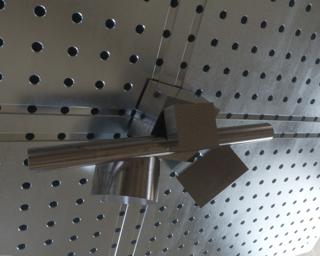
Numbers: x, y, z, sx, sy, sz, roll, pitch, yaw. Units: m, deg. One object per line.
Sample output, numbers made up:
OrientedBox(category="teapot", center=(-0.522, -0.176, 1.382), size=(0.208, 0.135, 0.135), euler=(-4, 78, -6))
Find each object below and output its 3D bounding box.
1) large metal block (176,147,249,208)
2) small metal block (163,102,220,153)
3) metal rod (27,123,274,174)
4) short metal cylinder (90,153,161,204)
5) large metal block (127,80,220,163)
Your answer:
OrientedBox(category="large metal block", center=(0.070, 0.064, 0.440), size=(0.080, 0.050, 0.080), euler=(-38, 173, -2))
OrientedBox(category="small metal block", center=(0.035, -0.001, 0.345), size=(0.050, 0.025, 0.050), euler=(-6, 86, -25))
OrientedBox(category="metal rod", center=(0.011, 0.018, 0.359), size=(0.303, 0.025, 0.025), euler=(-6, 121, -26))
OrientedBox(category="short metal cylinder", center=(-0.041, 0.064, 0.380), size=(0.080, 0.080, 0.050), euler=(21, 64, -36))
OrientedBox(category="large metal block", center=(0.016, -0.007, 0.395), size=(0.081, 0.050, 0.079), euler=(11, 113, -33))
